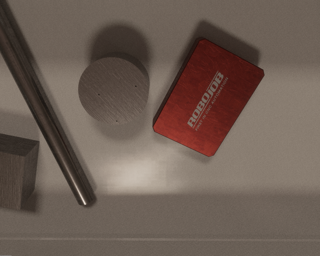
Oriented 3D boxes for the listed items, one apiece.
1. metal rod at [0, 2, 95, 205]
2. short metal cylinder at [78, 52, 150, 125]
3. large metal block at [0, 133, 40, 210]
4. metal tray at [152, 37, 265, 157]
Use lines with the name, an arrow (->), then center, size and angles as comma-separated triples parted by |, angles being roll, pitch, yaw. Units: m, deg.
metal rod -> -0.155, -0.028, 0.398 | 0.025, 0.025, 0.298 | -18, 109, 6
short metal cylinder -> -0.054, -0.050, 0.379 | 0.081, 0.050, 0.079 | 0, 110, -1
large metal block -> -0.215, 0.055, 0.415 | 0.081, 0.050, 0.079 | 12, 110, -5
metal tray -> 0.058, -0.037, 0.396 | 0.090, 0.030, 0.129 | 26, 108, -10
